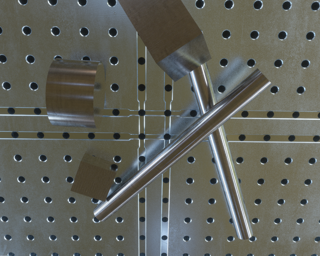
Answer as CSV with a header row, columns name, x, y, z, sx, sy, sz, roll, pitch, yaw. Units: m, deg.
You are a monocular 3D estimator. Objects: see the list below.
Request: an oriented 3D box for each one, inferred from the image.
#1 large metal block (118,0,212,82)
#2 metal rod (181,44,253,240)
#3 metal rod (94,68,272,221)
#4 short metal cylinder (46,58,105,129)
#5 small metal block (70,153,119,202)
name,x,y,z,sx,sy,sz,roll,pitch,yaw
large metal block,0.008,-0.104,0.331,0.050,0.080,0.080,-32,78,11
metal rod,0.083,0.029,0.425,0.025,0.025,0.298,-17,110,6
metal rod,0.016,0.034,0.407,0.025,0.025,0.299,43,111,-14
short metal cylinder,-0.097,-0.041,0.368,0.050,0.080,0.079,4,110,-2
small metal block,-0.092,0.070,0.438,0.050,0.025,0.050,20,109,-8
